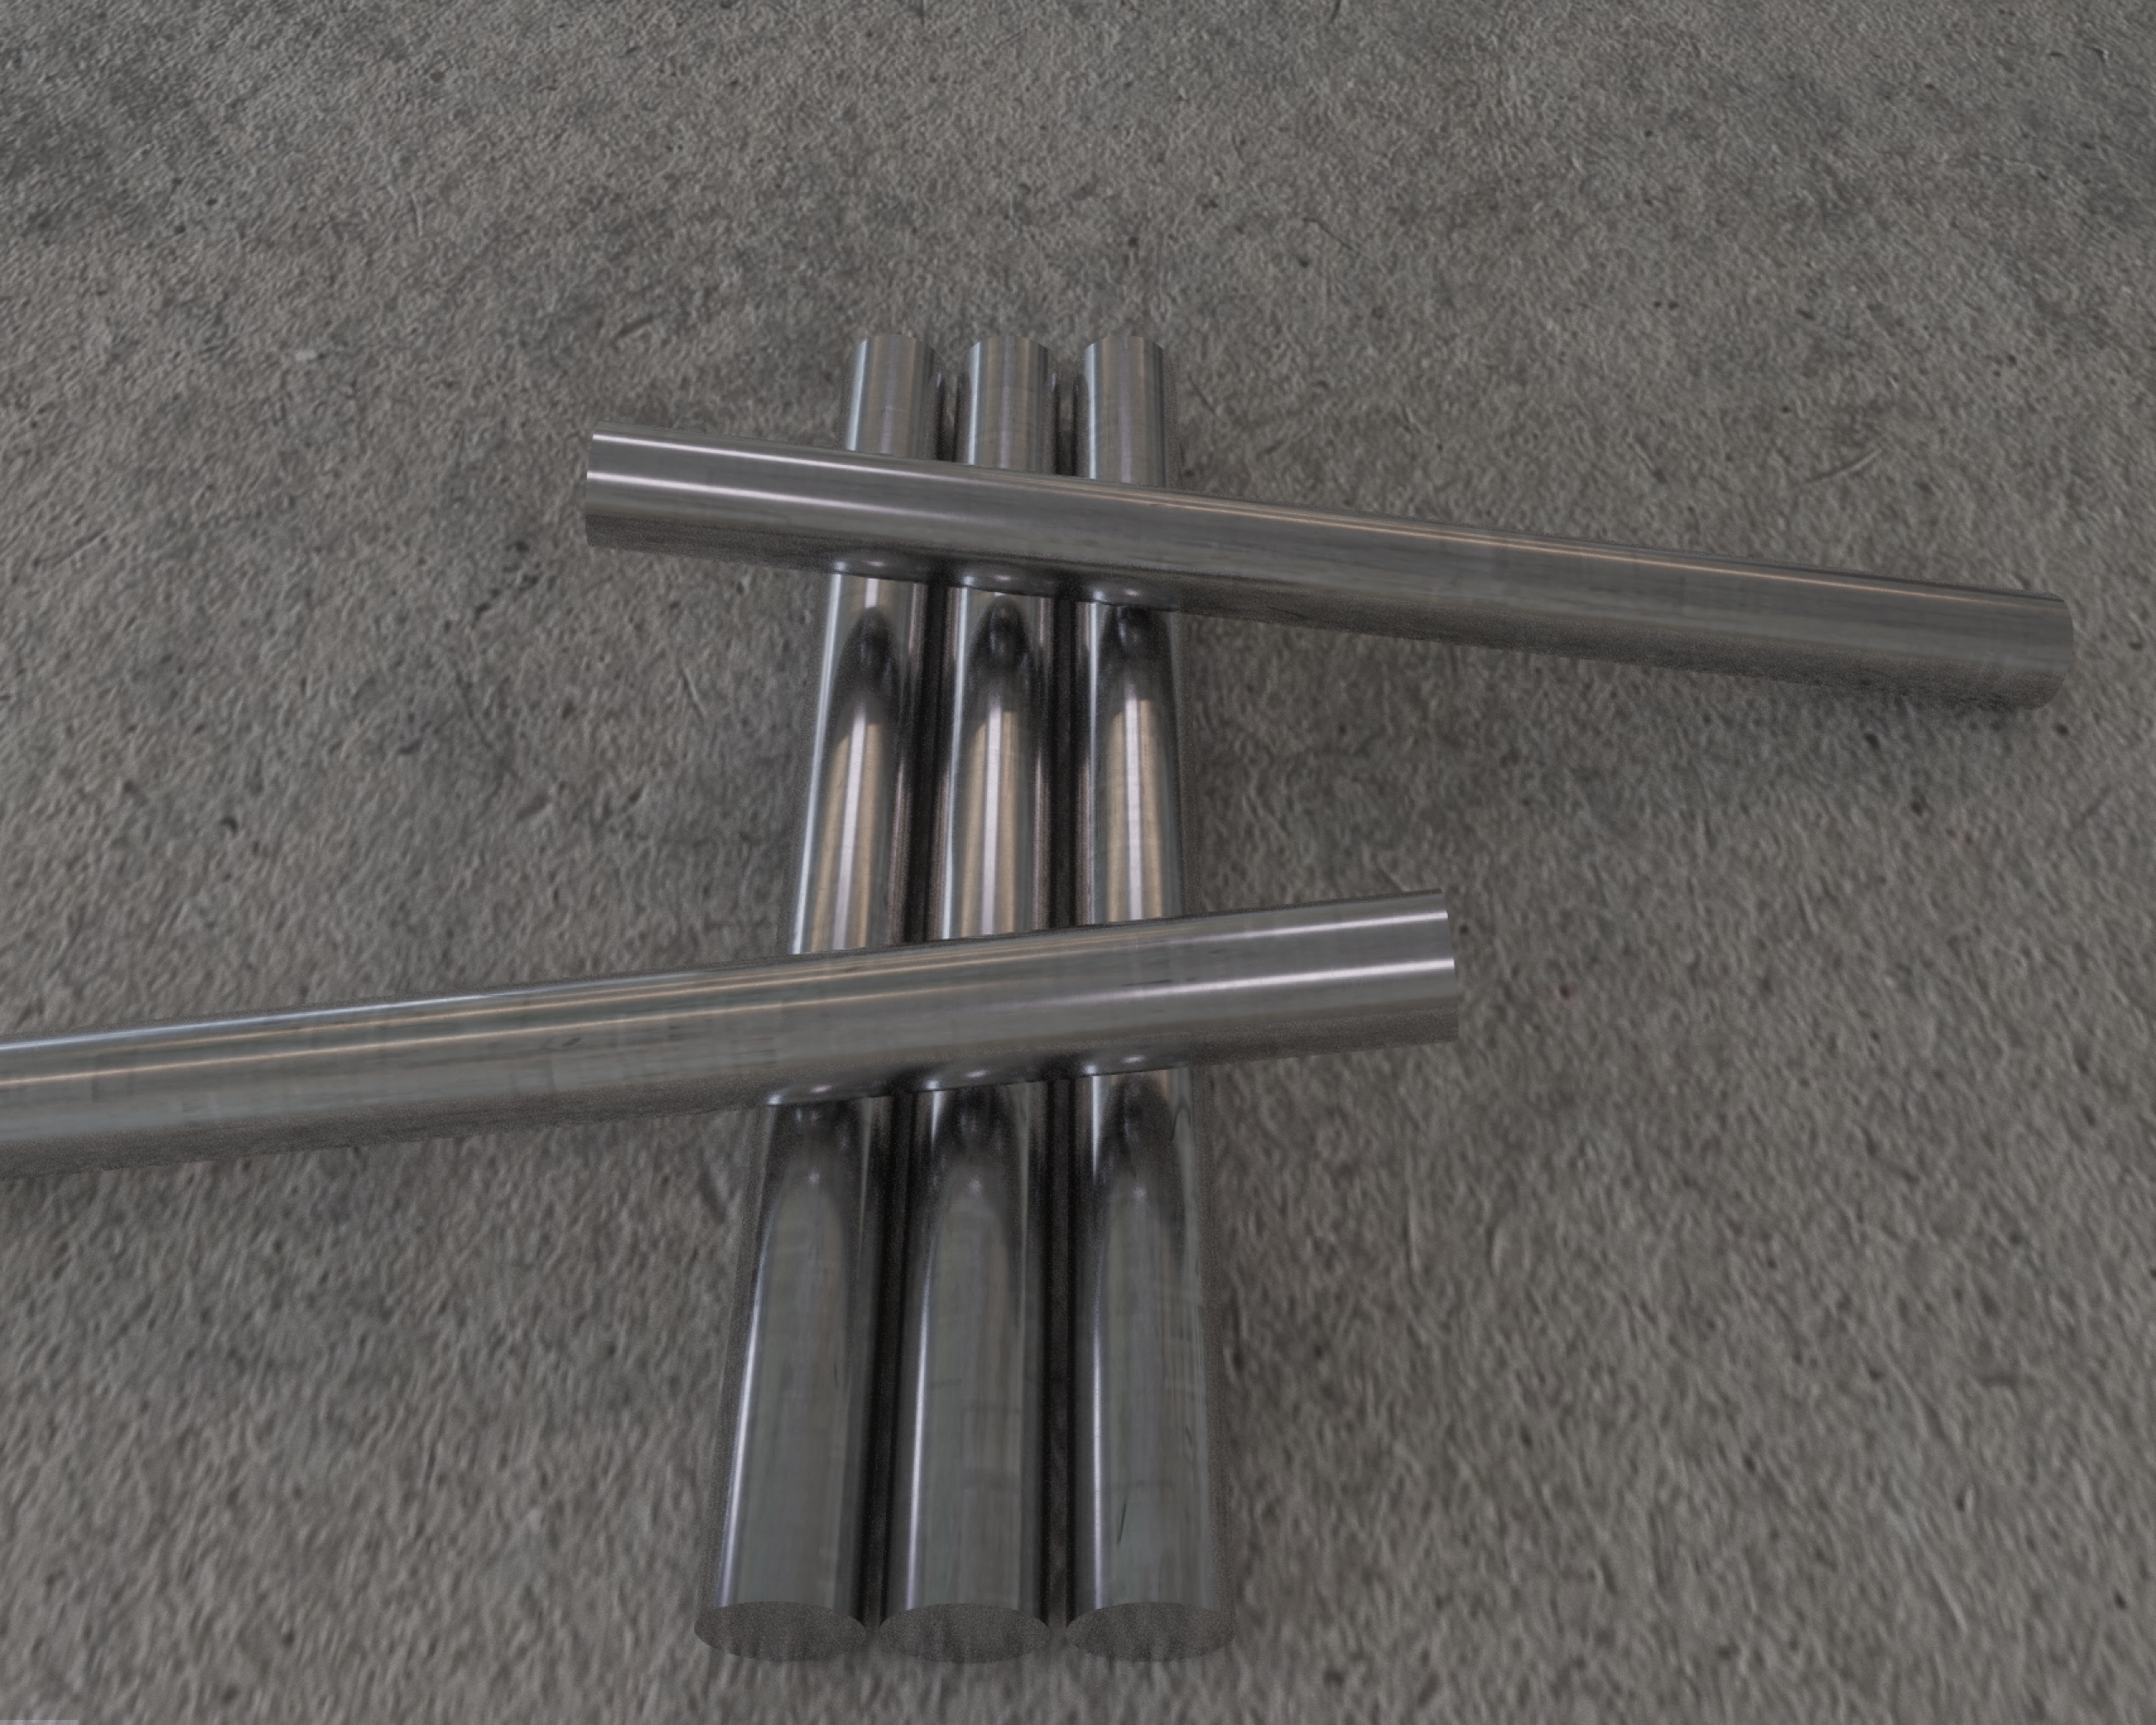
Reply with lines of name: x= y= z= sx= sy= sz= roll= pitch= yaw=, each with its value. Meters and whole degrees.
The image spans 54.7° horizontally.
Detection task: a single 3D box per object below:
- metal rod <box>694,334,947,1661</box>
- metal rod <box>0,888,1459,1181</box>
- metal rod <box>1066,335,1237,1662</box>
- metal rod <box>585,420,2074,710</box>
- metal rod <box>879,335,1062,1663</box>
metal rod: x=-0.044 y=-0.002 z=0.403 sx=0.025 sy=0.025 sz=0.300 roll=0 pitch=50 yaw=0
metal rod: x=-0.090 y=0.032 z=0.349 sx=0.302 sy=0.025 sz=0.025 roll=-6 pitch=50 yaw=5
metal rod: x=0.011 y=-0.001 z=0.404 sx=0.025 sy=0.025 sz=0.300 roll=0 pitch=50 yaw=0
metal rod: x=0.055 y=-0.060 z=0.427 sx=0.302 sy=0.025 sz=0.025 roll=6 pitch=50 yaw=-6
metal rod: x=-0.017 y=-0.001 z=0.403 sx=0.025 sy=0.025 sz=0.300 roll=0 pitch=50 yaw=0
